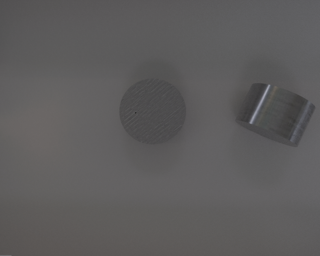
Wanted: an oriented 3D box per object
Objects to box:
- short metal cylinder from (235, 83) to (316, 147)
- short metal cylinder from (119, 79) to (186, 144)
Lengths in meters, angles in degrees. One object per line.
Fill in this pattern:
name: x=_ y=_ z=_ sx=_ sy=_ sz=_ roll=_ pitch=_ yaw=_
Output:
short metal cylinder: x=0.141 y=-0.016 z=0.385 sx=0.080 sy=0.080 sz=0.050 roll=25 pitch=90 yaw=0
short metal cylinder: x=-0.009 y=-0.020 z=0.399 sx=0.081 sy=0.050 sz=0.080 roll=0 pitch=90 yaw=0
